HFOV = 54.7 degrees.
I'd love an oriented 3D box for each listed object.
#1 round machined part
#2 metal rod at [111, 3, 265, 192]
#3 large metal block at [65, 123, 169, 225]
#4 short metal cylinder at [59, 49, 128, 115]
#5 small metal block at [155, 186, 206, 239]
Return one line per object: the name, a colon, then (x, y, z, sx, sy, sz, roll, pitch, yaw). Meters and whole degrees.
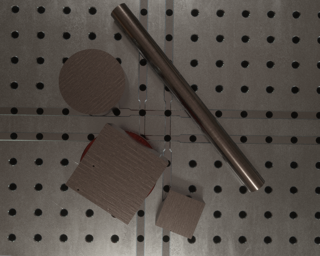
round machined part: (-0.051, 0.051, 0.404, 0.099, 0.042, 0.097, 0, 90, -1)
metal rod: (0.037, -0.040, 0.413, 0.025, 0.025, 0.300, -38, 91, 0)
large metal block: (-0.046, 0.049, 0.358, 0.080, 0.050, 0.080, 33, 90, -1)
short metal cylinder: (-0.082, -0.056, 0.400, 0.081, 0.050, 0.079, 0, 90, -1)
small metal block: (0.026, 0.112, 0.414, 0.050, 0.025, 0.050, 22, 90, -1)
